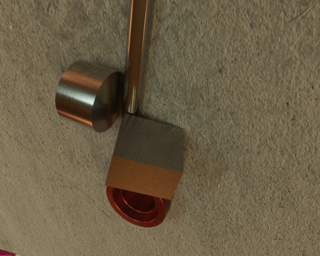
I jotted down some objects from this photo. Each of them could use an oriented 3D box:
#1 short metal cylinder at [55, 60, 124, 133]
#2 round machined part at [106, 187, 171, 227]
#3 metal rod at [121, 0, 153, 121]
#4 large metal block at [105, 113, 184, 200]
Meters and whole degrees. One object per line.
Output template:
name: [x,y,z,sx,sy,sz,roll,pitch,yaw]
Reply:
short metal cylinder: [-0.084,-0.040,0.389,0.050,0.080,0.079,21,126,16]
round machined part: [-0.028,0.100,0.471,0.098,0.042,0.097,13,124,20]
metal rod: [-0.023,-0.119,0.344,0.025,0.025,0.298,20,126,16]
large metal block: [-0.017,0.034,0.384,0.081,0.080,0.050,14,127,-7]
